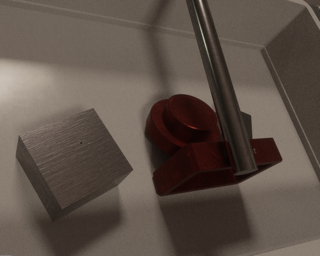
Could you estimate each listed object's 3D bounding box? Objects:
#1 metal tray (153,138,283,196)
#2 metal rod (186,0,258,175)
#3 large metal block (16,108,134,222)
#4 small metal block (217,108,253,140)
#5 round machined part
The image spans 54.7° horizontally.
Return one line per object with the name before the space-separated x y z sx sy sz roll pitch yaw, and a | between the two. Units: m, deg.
metal tray | 0.069 0.047 0.373 0.131 0.090 0.030 -2 63 -30
metal rod | 0.058 -0.093 0.361 0.025 0.025 0.299 0 67 -29
large metal block | -0.089 0.036 0.320 0.081 0.050 0.080 -26 76 -37
small metal block | 0.111 -0.001 0.468 0.050 0.025 0.050 20 54 -17
round machined part | 0.035 -0.007 0.403 0.099 0.042 0.098 15 39 -13
